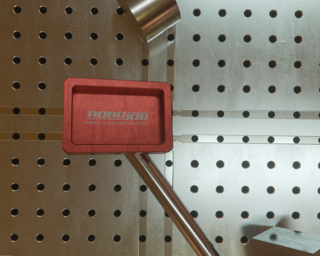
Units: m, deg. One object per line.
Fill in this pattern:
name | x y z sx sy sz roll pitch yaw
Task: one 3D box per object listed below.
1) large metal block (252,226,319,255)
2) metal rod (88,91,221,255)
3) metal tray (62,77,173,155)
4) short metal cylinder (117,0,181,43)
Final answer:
large metal block | 0.167 0.175 0.380 0.050 0.080 0.080 -8 90 -36
metal rod | -0.008 0.069 0.413 0.025 0.025 0.299 -36 90 0
metal tray | -0.052 -0.013 0.386 0.131 0.030 0.090 1 80 -15
short metal cylinder | -0.017 -0.154 0.385 0.050 0.080 0.080 -34 90 0
